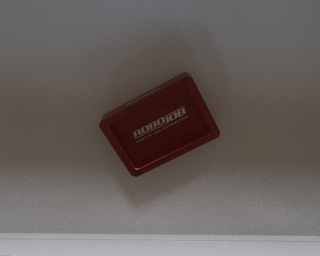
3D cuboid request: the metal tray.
[{"bbox_3d":[0.000,-0.003,0.404,0.130,0.030,0.090,-27,108,9],"label":"metal tray"}]
